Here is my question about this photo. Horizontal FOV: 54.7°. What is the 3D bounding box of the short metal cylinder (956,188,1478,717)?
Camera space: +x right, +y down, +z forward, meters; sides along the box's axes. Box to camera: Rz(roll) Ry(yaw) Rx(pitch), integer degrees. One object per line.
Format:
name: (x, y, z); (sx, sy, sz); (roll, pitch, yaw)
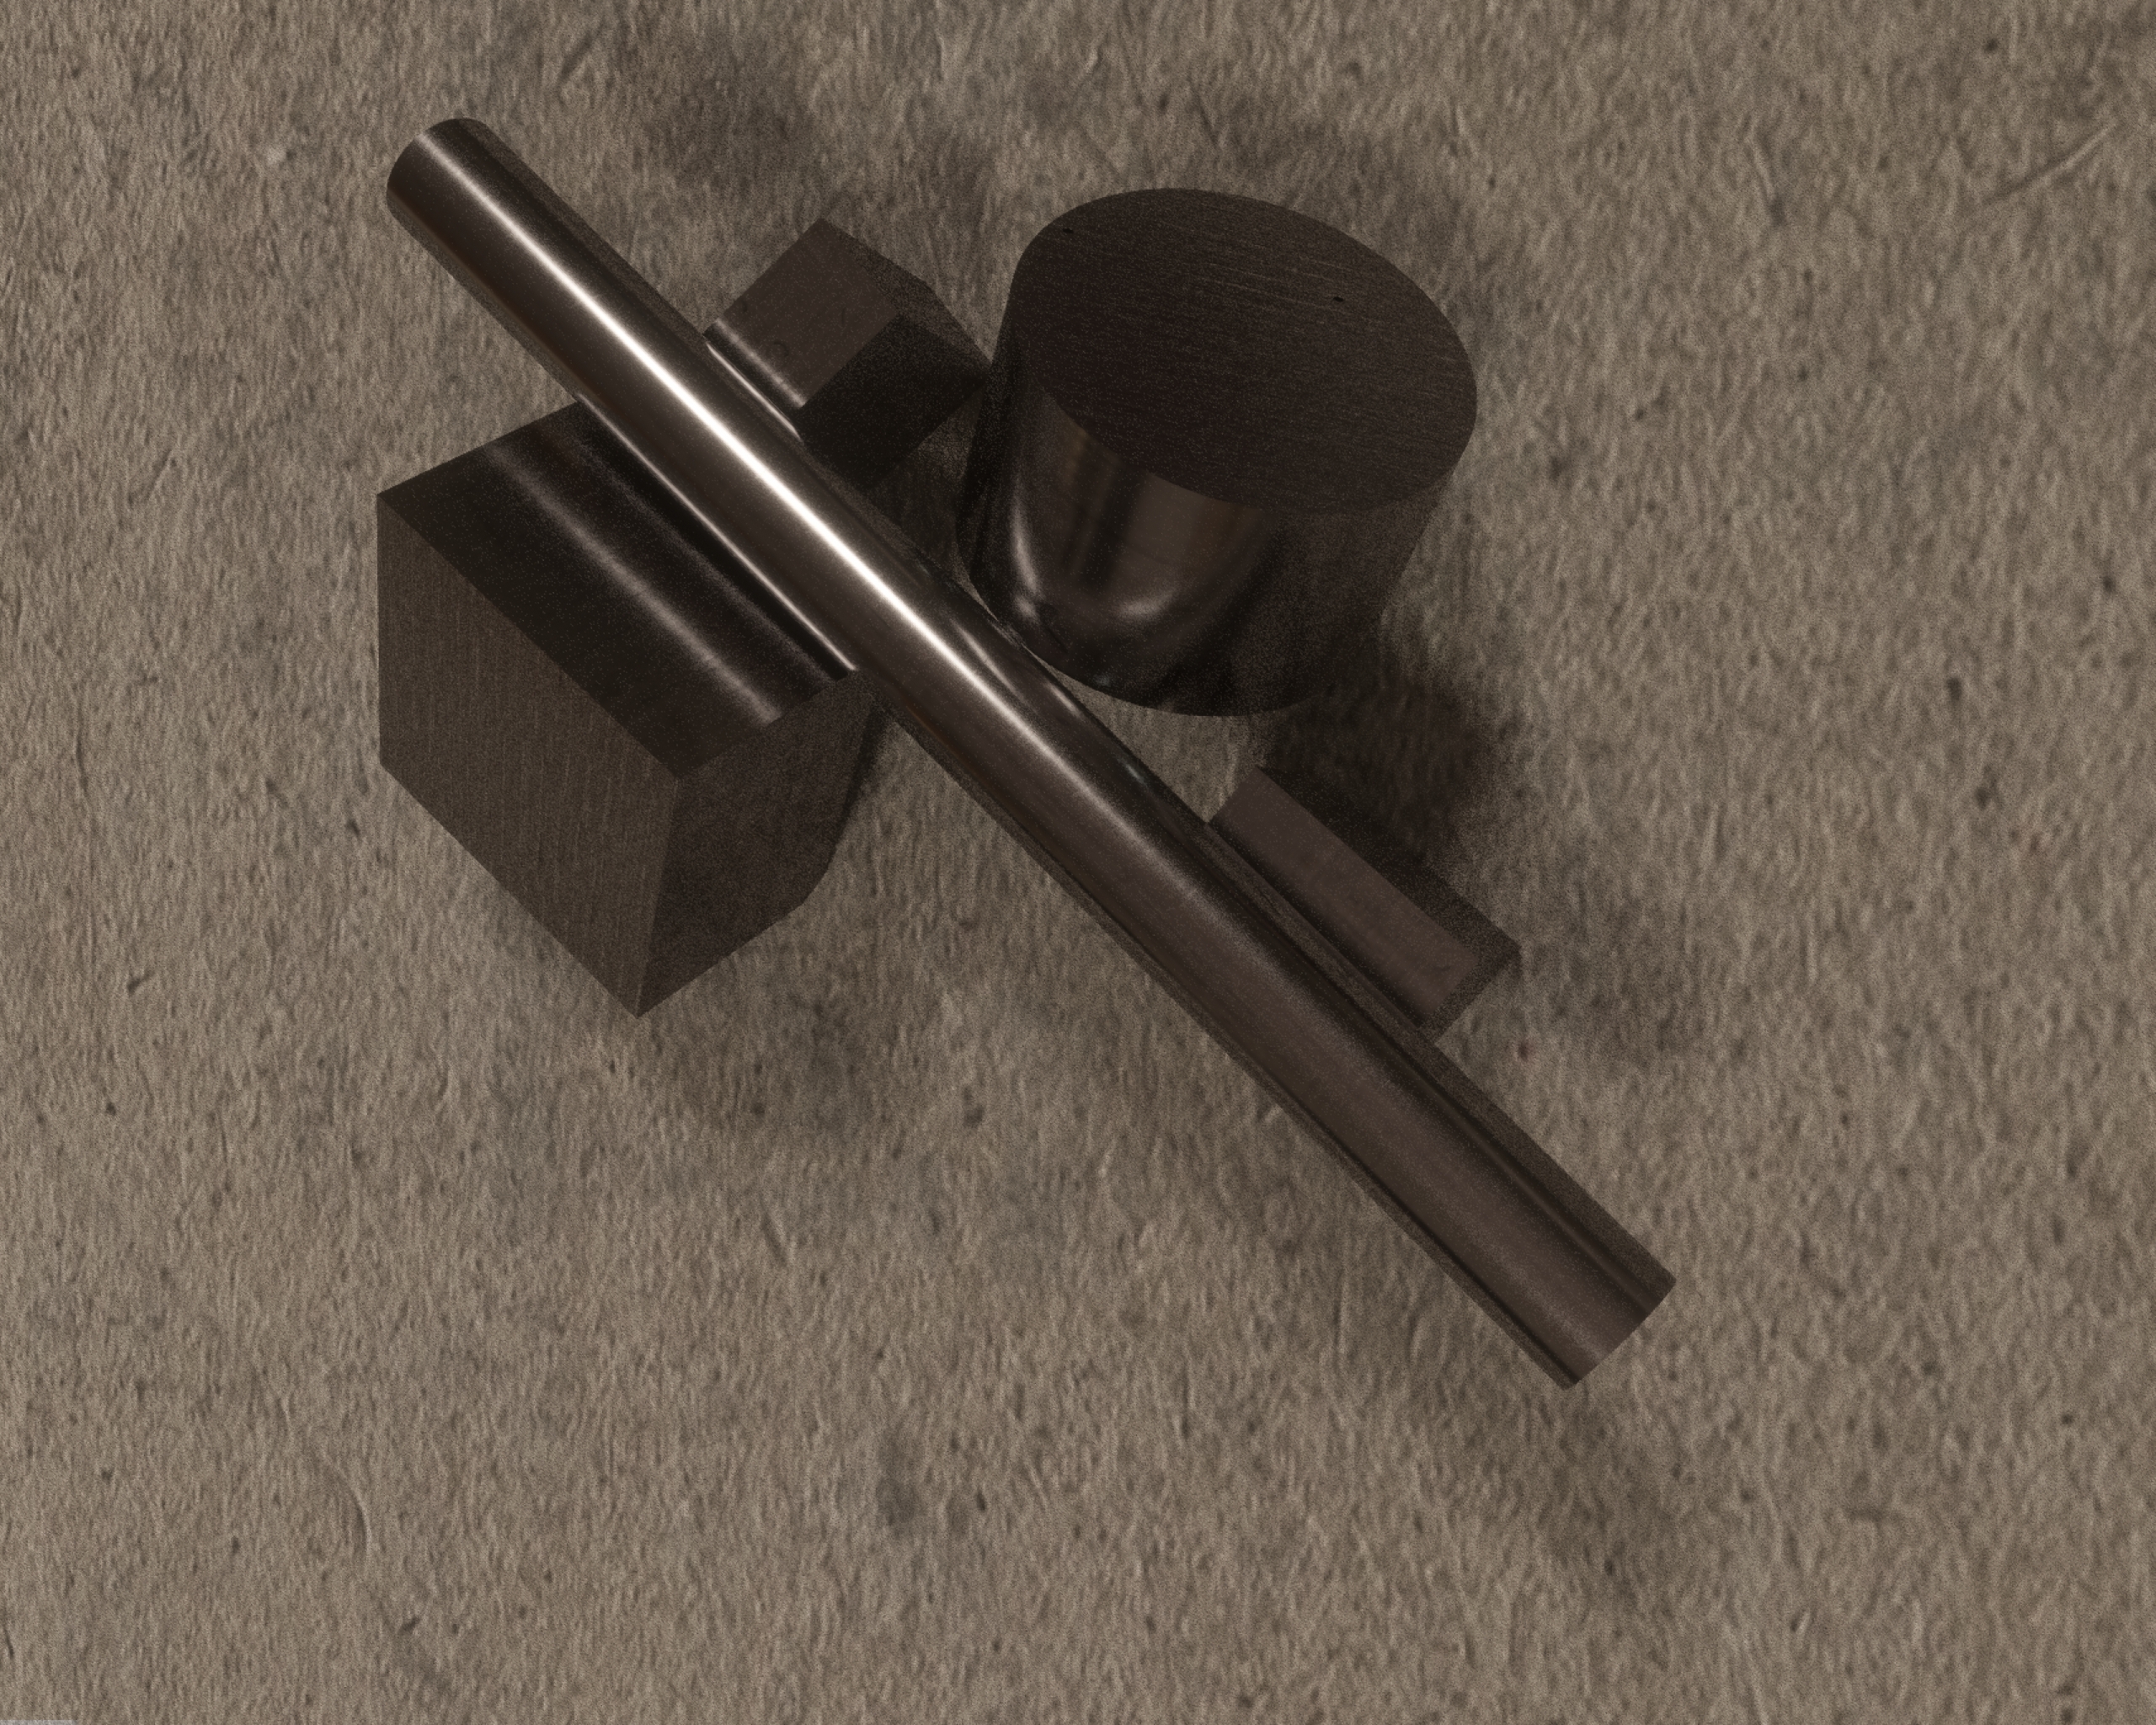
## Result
short metal cylinder: (0.023, -0.072, 0.366); (0.080, 0.080, 0.050); (41, 144, 15)

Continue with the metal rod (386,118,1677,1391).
metal rod: (-0.018, -0.029, 0.363); (0.300, 0.025, 0.025); (45, 104, 14)

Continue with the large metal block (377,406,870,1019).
large metal block: (-0.090, -0.030, 0.409); (0.080, 0.050, 0.080); (42, 144, 14)

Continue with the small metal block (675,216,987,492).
small metal block: (-0.050, -0.095, 0.414); (0.050, 0.050, 0.025); (-40, 78, 15)

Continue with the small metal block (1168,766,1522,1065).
small metal block: (0.049, 0.009, 0.376); (0.050, 0.050, 0.025); (42, 103, 14)
